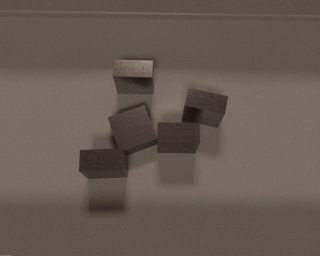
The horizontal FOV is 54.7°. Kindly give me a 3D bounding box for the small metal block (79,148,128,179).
[{"bbox_3d":[-0.067,0.045,0.379,0.050,0.050,0.025,-2,70,-1],"label":"small metal block"}]

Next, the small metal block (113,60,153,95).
[{"bbox_3d":[-0.035,-0.068,0.421,0.050,0.050,0.025,1,70,0],"label":"small metal block"}]

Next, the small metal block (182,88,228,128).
[{"bbox_3d":[0.057,-0.025,0.406,0.050,0.050,0.025,12,71,4],"label":"small metal block"}]

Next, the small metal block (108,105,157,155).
[{"bbox_3d":[-0.035,0.004,0.408,0.050,0.025,0.050,-19,71,-7],"label":"small metal block"}]

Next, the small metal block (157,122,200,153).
[{"bbox_3d":[0.022,0.014,0.392,0.050,0.050,0.025,1,70,0],"label":"small metal block"}]
